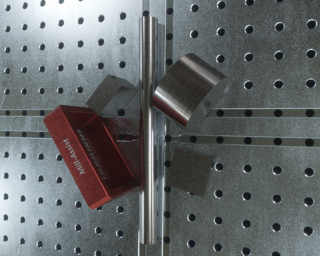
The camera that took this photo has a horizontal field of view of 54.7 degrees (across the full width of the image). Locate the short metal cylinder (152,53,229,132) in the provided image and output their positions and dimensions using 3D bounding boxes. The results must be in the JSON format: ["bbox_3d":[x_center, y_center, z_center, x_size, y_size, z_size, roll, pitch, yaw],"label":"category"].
[{"bbox_3d":[0.036,-0.041,0.370,0.050,0.080,0.080,39,102,15],"label":"short metal cylinder"}]

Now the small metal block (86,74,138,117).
[{"bbox_3d":[-0.064,-0.042,0.420,0.025,0.050,0.050,43,103,14],"label":"small metal block"}]

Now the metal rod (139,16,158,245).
[{"bbox_3d":[-0.015,0.003,0.416,0.025,0.025,0.298,0,90,19],"label":"metal rod"}]

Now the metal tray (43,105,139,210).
[{"bbox_3d":[-0.086,0.033,0.406,0.030,0.090,0.130,-34,79,17],"label":"metal tray"}]

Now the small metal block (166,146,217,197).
[{"bbox_3d":[0.041,0.055,0.398,0.050,0.025,0.050,16,95,19],"label":"small metal block"}]
